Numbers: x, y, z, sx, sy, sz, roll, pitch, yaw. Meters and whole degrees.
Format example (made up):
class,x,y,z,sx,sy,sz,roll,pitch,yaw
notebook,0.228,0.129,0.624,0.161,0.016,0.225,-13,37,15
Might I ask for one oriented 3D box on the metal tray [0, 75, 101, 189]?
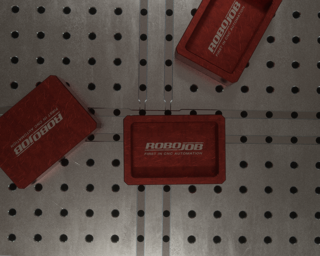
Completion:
class,x,y,z,sx,sy,sz,roll,pitch,yaw
metal tray,-0.157,0.005,0.409,0.130,0.030,0.090,-40,91,-1

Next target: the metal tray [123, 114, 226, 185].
class,x,y,z,sx,sy,sz,roll,pitch,yaw
metal tray,0.019,0.028,0.411,0.131,0.030,0.089,-1,90,-1

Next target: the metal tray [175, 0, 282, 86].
class,x,y,z,sx,sy,sz,roll,pitch,yaw
metal tray,0.089,-0.133,0.411,0.090,0.030,0.130,29,90,-1
